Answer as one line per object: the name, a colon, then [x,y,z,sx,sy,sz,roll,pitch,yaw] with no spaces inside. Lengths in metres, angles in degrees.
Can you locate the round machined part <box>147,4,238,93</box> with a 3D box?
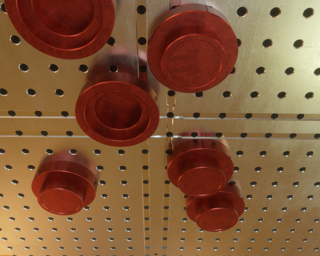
round machined part: [0.035,-0.078,0.334,0.099,0.042,0.097,0,130,0]

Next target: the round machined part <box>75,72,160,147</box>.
round machined part: [-0.050,-0.026,0.378,0.099,0.042,0.097,0,130,0]

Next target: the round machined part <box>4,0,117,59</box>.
round machined part: [-0.091,-0.119,0.298,0.099,0.042,0.097,0,130,0]

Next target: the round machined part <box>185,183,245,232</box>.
round machined part: [0.093,0.137,0.517,0.099,0.042,0.097,0,130,0]

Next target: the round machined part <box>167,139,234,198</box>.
round machined part: [0.060,0.065,0.456,0.099,0.042,0.097,0,130,0]

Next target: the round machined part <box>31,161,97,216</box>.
round machined part: [-0.150,0.100,0.484,0.099,0.042,0.097,0,130,0]
